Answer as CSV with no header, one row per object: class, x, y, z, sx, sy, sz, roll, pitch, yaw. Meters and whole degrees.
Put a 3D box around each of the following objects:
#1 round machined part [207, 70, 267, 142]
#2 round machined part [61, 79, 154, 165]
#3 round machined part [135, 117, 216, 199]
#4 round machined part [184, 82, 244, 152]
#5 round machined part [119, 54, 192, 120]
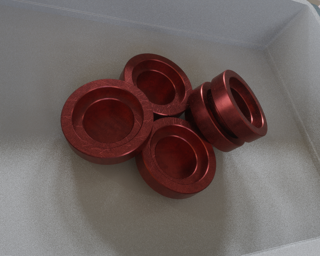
round machined part,0.096,-0.025,0.410,0.098,0.042,0.098,33,41,-34
round machined part,-0.058,-0.004,0.351,0.099,0.042,0.098,2,63,-4
round machined part,0.015,0.039,0.376,0.099,0.042,0.098,14,56,-21
round machined part,0.071,-0.011,0.424,0.098,0.042,0.098,33,40,-33
round machined part,-0.009,-0.049,0.417,0.099,0.042,0.098,14,56,-21
